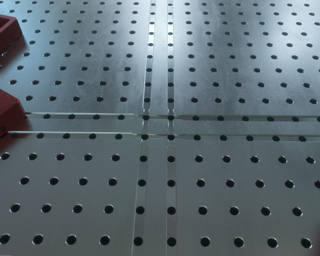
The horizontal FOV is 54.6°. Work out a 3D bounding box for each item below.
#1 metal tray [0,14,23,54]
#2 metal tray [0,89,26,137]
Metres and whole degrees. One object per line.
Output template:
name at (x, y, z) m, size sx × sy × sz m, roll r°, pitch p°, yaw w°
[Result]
metal tray at (-0.326, -0.168, 0.544) m, size 0.130 × 0.030 × 0.090 m, roll 14°, pitch 51°, yaw 11°
metal tray at (-0.266, -0.026, 0.425) m, size 0.130 × 0.030 × 0.090 m, roll 26°, pitch 55°, yaw 20°
